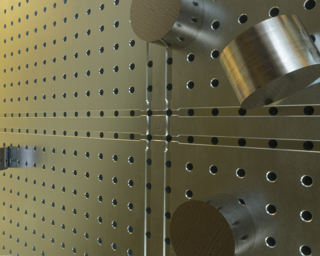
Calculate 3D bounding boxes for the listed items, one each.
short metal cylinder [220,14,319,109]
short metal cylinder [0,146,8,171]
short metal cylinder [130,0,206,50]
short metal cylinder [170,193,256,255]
[{"bbox_3d":[0.103,-0.058,0.288,0.080,0.081,0.050,-32,70,35],"label":"short metal cylinder"},{"bbox_3d":[-0.384,0.067,0.691,0.080,0.081,0.050,2,91,40],"label":"short metal cylinder"},{"bbox_3d":[0.009,-0.143,0.386,0.080,0.050,0.079,0,90,40],"label":"short metal cylinder"},{"bbox_3d":[0.058,0.116,0.345,0.080,0.050,0.079,0,90,40],"label":"short metal cylinder"}]
